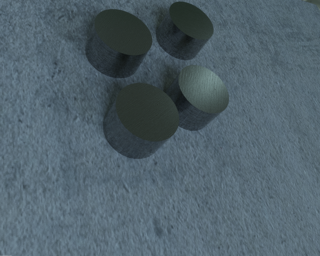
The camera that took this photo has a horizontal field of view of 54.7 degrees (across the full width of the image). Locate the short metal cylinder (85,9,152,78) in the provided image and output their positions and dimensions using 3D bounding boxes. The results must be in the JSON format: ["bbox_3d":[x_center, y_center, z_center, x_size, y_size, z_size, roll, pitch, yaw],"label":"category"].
[{"bbox_3d":[-0.057,-0.116,0.429,0.081,0.050,0.080,14,56,-21],"label":"short metal cylinder"}]

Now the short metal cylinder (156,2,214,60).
[{"bbox_3d":[0.040,-0.159,0.508,0.081,0.050,0.080,14,56,-21],"label":"short metal cylinder"}]

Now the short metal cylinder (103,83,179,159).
[{"bbox_3d":[-0.024,-0.008,0.381,0.081,0.050,0.080,14,56,-21],"label":"short metal cylinder"}]

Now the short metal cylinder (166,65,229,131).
[{"bbox_3d":[0.050,-0.043,0.443,0.081,0.050,0.080,14,56,-21],"label":"short metal cylinder"}]
